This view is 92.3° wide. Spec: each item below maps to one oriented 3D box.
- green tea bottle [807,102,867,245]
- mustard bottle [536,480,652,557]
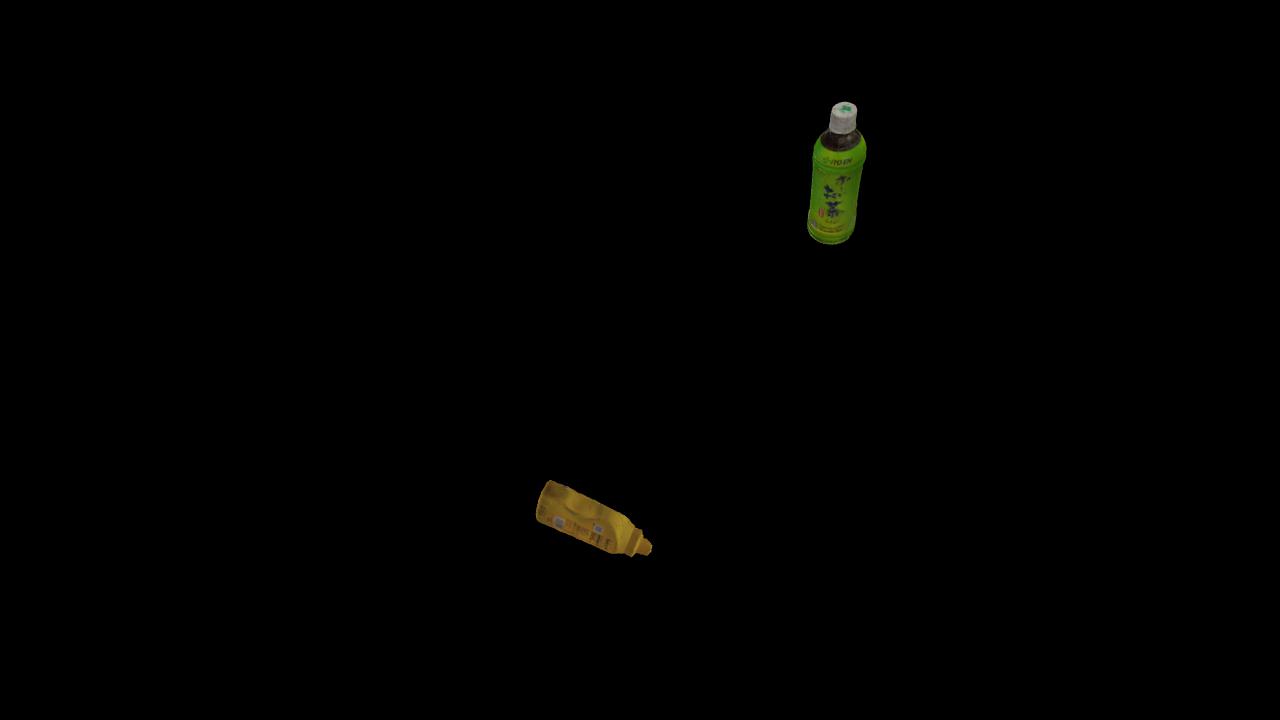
[{"bbox_3d":[0.268,-0.252,0.840,0.073,0.073,0.212,0,-31,14],"label":"green tea bottle"},{"bbox_3d":[-0.067,0.252,0.937,0.184,0.092,0.054,22,41,9],"label":"mustard bottle"}]
